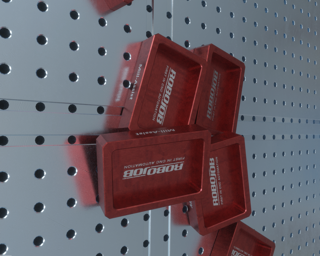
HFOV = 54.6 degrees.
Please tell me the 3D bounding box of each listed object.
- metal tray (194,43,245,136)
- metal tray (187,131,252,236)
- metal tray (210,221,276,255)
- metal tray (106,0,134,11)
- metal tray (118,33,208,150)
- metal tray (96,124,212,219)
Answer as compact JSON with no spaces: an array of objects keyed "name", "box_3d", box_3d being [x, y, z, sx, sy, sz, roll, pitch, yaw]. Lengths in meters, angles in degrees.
[{"name":"metal tray","box_3d":[0.084,-0.051,0.474,0.091,0.030,0.129,17,79,-39]},{"name":"metal tray","box_3d":[0.082,0.079,0.447,0.091,0.030,0.129,-15,106,-20]},{"name":"metal tray","box_3d":[0.141,0.216,0.522,0.130,0.030,0.090,37,67,-34]},{"name":"metal tray","box_3d":[-0.053,-0.218,0.360,0.090,0.030,0.130,-47,118,-29]},{"name":"metal tray","box_3d":[0.007,-0.043,0.402,0.091,0.030,0.130,21,77,-30]},{"name":"metal tray","box_3d":[-0.005,0.048,0.364,0.131,0.030,0.089,-6,108,-23]}]
